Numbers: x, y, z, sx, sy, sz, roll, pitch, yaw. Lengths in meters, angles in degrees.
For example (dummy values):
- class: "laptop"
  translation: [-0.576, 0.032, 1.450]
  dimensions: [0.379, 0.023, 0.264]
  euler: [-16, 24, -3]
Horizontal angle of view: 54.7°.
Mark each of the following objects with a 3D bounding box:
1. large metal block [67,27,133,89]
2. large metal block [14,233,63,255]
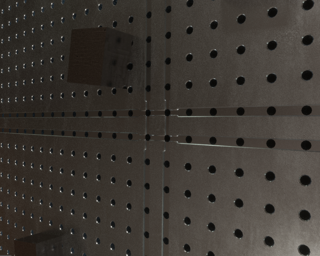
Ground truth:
- class: "large metal block"
  translation: [-0.091, -0.104, 0.466]
  dimensions: [0.080, 0.050, 0.079]
  euler: [12, 97, 39]
- class: "large metal block"
  translation: [-0.225, 0.245, 0.575]
  dimensions: [0.080, 0.050, 0.080]
  euler: [-11, 83, 39]
